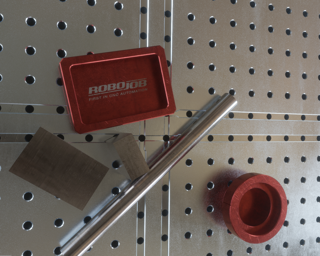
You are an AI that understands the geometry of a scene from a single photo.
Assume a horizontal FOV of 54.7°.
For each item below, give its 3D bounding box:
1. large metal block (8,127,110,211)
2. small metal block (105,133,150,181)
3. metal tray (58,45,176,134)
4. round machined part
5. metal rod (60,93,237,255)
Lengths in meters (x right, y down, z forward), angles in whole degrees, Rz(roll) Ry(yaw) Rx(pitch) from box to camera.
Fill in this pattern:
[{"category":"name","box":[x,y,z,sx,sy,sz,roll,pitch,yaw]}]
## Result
[{"category":"large metal block","box":[-0.111,0.041,0.343,0.080,0.080,0.050,35,79,-17]},{"category":"small metal block","box":[-0.041,0.034,0.385,0.025,0.050,0.050,-28,100,-18]},{"category":"metal tray","box":[-0.051,-0.049,0.391,0.131,0.030,0.089,-13,95,-20]},{"category":"round machined part","box":[0.133,0.114,0.455,0.099,0.042,0.097,0,90,-21]},{"category":"metal rod","box":[-0.004,0.056,0.412,0.301,0.025,0.025,-42,104,-15]}]
